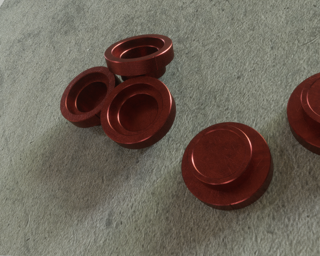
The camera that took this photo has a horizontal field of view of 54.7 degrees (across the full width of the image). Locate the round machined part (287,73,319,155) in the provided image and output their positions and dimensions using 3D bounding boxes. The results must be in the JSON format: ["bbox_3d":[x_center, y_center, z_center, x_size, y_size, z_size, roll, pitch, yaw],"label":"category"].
[{"bbox_3d":[0.180,-0.022,0.311,0.098,0.042,0.098,-13,56,21],"label":"round machined part"}]

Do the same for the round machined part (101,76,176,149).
[{"bbox_3d":[-0.025,-0.017,0.412,0.098,0.042,0.098,-9,62,17],"label":"round machined part"}]

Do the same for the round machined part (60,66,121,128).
[{"bbox_3d":[-0.098,-0.042,0.471,0.098,0.042,0.098,-13,56,21],"label":"round machined part"}]

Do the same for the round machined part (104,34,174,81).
[{"bbox_3d":[-0.028,-0.098,0.452,0.098,0.042,0.098,-7,36,6],"label":"round machined part"}]

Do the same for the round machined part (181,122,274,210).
[{"bbox_3d":[0.069,0.035,0.335,0.098,0.042,0.098,-13,56,21],"label":"round machined part"}]
